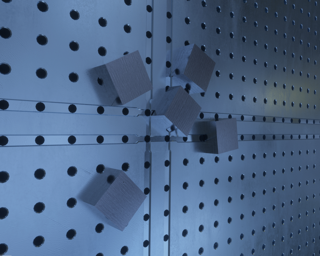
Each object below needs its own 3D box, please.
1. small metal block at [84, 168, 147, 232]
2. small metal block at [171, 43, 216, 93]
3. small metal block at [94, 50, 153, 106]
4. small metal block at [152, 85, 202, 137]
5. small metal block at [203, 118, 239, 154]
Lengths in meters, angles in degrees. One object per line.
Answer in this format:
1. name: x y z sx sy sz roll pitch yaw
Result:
1. small metal block: -0.051 0.084 0.366 0.050 0.025 0.050 52 60 -27
2. small metal block: 0.049 -0.085 0.449 0.050 0.025 0.050 32 70 -35
3. small metal block: -0.042 -0.060 0.373 0.050 0.025 0.050 -34 111 -35
4. small metal block: 0.024 -0.023 0.428 0.050 0.025 0.050 42 64 -32
5. small metal block: 0.097 0.011 0.489 0.050 0.025 0.050 -9 96 -39
